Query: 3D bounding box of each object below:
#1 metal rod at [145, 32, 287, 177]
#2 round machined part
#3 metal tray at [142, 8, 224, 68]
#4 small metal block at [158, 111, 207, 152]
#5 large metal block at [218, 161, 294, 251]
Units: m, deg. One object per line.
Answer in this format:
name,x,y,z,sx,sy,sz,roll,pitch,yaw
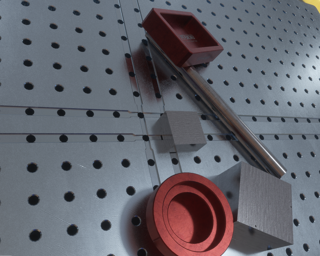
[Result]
metal rod,0.083,-0.042,0.480,0.300,0.025,0.025,49,51,6
round machined part,0.030,0.104,0.350,0.099,0.042,0.098,13,56,-19
metal tray,0.041,-0.144,0.491,0.090,0.030,0.131,51,34,9
small metal block,0.030,0.005,0.423,0.050,0.025,0.050,0,62,-29
large metal block,0.120,0.101,0.397,0.080,0.050,0.080,25,53,-13
